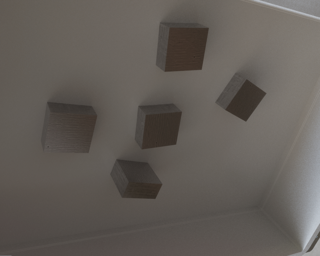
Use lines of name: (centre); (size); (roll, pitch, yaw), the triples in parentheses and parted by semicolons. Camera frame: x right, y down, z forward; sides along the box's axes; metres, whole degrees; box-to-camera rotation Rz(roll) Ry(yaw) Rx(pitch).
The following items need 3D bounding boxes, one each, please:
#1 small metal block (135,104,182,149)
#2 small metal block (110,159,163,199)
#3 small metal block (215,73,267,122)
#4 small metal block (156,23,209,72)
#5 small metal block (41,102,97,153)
small metal block: (-0.003, -0.003, 0.405); (0.050, 0.025, 0.050); (-6, 121, -25)
small metal block: (-0.033, 0.069, 0.417); (0.050, 0.050, 0.025); (11, 113, -33)
small metal block: (0.116, -0.043, 0.445); (0.050, 0.025, 0.050); (23, 106, -37)
small metal block: (0.025, -0.095, 0.363); (0.050, 0.025, 0.050); (-8, 122, -24)
small metal block: (-0.104, 0.000, 0.352); (0.050, 0.025, 0.050); (4, 117, -30)
